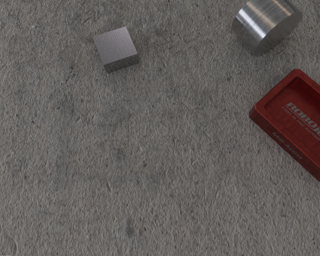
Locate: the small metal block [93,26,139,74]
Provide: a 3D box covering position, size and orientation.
[{"bbox_3d":[-0.064,-0.113,0.449,0.050,0.025,0.050,-20,71,-8],"label":"small metal block"}]

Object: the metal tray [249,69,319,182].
[{"bbox_3d":[0.197,-0.006,0.409,0.090,0.030,0.130,-40,75,-14],"label":"metal tray"}]

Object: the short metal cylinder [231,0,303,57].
[{"bbox_3d":[0.148,-0.147,0.434,0.080,0.080,0.050,-32,73,-11],"label":"short metal cylinder"}]
